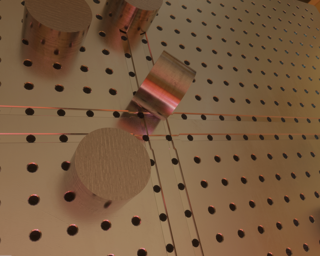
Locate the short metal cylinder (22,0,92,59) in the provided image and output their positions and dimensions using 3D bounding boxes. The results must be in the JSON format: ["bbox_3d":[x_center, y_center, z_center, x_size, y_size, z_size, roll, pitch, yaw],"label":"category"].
[{"bbox_3d":[-0.135,-0.138,0.405,0.081,0.050,0.080,14,56,-21],"label":"short metal cylinder"}]

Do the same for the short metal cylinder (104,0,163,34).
[{"bbox_3d":[-0.043,-0.197,0.491,0.081,0.050,0.080,14,56,-21],"label":"short metal cylinder"}]

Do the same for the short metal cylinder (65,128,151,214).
[{"bbox_3d":[-0.057,0.046,0.334,0.081,0.050,0.080,14,56,-21],"label":"short metal cylinder"}]

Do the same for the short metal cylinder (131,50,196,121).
[{"bbox_3d":[0.004,-0.056,0.411,0.050,0.080,0.080,33,51,-8],"label":"short metal cylinder"}]
